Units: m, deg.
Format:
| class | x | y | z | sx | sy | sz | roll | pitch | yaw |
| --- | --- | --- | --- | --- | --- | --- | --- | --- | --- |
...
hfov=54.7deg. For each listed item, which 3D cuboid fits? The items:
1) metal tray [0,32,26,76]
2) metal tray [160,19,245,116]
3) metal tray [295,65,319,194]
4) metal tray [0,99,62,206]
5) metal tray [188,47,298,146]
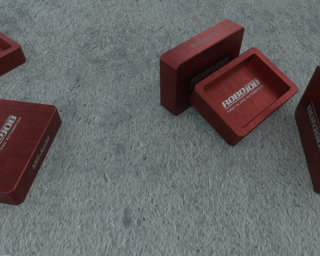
| class | x | y | z | sx | sy | sz | roll | pitch | yaw |
| --- | --- | --- | --- | --- | --- | --- | --- | --- | --- |
| metal tray | -0.296 | -0.125 | 0.502 | 0.130 | 0.030 | 0.090 | 33 | 57 | 24 |
| metal tray | 0.058 | -0.084 | 0.431 | 0.131 | 0.089 | 0.030 | -35 | 57 | -26 |
| metal tray | 0.198 | 0.001 | 0.361 | 0.030 | 0.090 | 0.130 | 4 | 50 | 3 |
| metal tray | -0.188 | 0.024 | 0.379 | 0.090 | 0.030 | 0.130 | 7 | 50 | 6 |
| metal tray | 0.114 | -0.047 | 0.422 | 0.131 | 0.030 | 0.090 | -35 | 76 | -26 |
